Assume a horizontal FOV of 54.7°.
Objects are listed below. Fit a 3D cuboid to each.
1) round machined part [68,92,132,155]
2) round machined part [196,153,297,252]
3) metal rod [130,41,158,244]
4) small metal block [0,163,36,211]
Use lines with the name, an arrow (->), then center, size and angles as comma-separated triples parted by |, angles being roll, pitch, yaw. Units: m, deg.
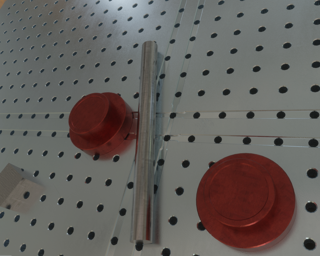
round machined part -> -0.094, -0.013, 0.454 | 0.098, 0.042, 0.098 | -13, 56, 21
round machined part -> 0.083, 0.069, 0.311 | 0.098, 0.042, 0.098 | -13, 56, 21
metal rod -> -0.018, -0.002, 0.419 | 0.025, 0.025, 0.299 | -13, 56, 21
small metal block -> -0.227, 0.089, 0.473 | 0.050, 0.025, 0.050 | 28, 77, 37
